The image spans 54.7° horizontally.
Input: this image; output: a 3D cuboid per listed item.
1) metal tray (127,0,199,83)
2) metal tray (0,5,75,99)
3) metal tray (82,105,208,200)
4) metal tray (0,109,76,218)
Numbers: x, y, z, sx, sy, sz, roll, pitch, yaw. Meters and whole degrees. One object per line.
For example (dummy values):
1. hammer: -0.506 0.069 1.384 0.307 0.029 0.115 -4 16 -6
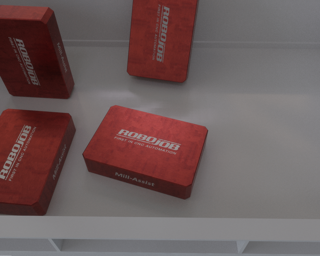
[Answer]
1. metal tray: 0.004 -0.138 0.456 0.090 0.129 0.030 9 17 8
2. metal tray: -0.176 -0.097 0.417 0.091 0.129 0.030 3 50 3
3. metal tray: -0.015 0.025 0.380 0.131 0.030 0.090 14 51 11
4. metal tray: -0.164 0.036 0.370 0.091 0.030 0.130 5 50 3
